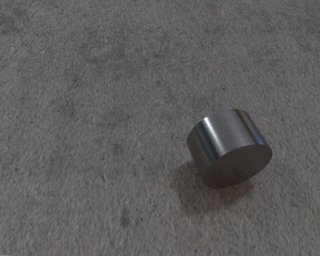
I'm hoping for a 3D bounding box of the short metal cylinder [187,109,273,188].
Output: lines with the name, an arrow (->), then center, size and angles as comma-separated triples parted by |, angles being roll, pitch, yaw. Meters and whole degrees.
short metal cylinder -> 0.076, 0.024, 0.348 | 0.081, 0.080, 0.050 | -12, 51, -11
